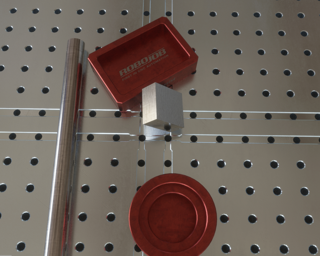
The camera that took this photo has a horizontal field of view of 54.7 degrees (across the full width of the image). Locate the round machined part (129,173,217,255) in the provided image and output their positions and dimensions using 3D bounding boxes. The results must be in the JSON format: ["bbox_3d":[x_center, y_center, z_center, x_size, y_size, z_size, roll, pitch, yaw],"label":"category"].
[{"bbox_3d":[0.014,0.106,0.364,0.099,0.042,0.098,0,70,-1],"label":"round machined part"}]

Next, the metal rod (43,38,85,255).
[{"bbox_3d":[-0.122,0.016,0.404,0.025,0.025,0.299,0,70,-1],"label":"metal rod"}]

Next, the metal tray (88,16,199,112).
[{"bbox_3d":[-0.023,-0.093,0.442,0.131,0.030,0.090,-31,73,-11],"label":"metal tray"}]

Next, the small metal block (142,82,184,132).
[{"bbox_3d":[0.004,-0.026,0.407,0.050,0.025,0.050,16,63,-42],"label":"small metal block"}]
